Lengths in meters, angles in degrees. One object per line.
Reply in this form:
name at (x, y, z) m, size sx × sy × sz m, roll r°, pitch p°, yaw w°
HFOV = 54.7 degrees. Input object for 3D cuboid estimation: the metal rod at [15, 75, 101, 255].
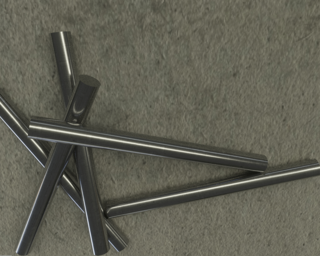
metal rod at (-0.142, 0.065, 0.403) m, size 0.025 × 0.025 × 0.298 m, roll 24°, pitch 117°, yaw -9°

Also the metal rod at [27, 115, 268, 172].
metal rod at (0.003, 0.024, 0.378) m, size 0.302 × 0.025 × 0.025 m, roll 10°, pitch 111°, yaw -21°

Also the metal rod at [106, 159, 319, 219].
metal rod at (0.072, 0.087, 0.443) m, size 0.302 × 0.025 × 0.025 m, roll -12°, pitch 110°, yaw 4°

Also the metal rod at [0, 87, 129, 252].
metal rod at (-0.139, 0.062, 0.430) m, size 0.025 × 0.025 × 0.299 m, roll -31°, pitch 108°, yaw 10°

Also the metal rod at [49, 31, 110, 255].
metal rod at (-0.101, 0.030, 0.404) m, size 0.025 × 0.025 × 0.298 m, roll -6°, pitch 104°, yaw 2°
